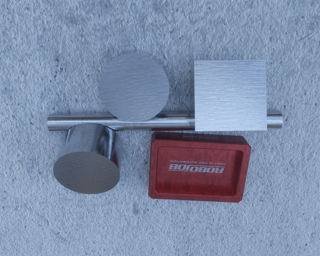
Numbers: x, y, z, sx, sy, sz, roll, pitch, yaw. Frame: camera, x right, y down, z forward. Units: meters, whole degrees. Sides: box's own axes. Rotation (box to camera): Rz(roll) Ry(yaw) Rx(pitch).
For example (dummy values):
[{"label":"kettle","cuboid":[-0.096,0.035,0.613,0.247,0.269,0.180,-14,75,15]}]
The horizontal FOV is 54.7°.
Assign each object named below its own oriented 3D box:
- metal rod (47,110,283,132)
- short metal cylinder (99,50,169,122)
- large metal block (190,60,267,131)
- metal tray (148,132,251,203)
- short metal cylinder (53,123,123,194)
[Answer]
[{"label":"metal rod","cuboid":[0.007,-0.009,0.409,0.302,0.025,0.025,-1,110,0]},{"label":"short metal cylinder","cuboid":[-0.029,-0.053,0.378,0.081,0.050,0.079,0,110,0]},{"label":"large metal block","cuboid":[0.079,-0.036,0.372,0.081,0.050,0.080,-1,89,0]},{"label":"metal tray","cuboid":[0.051,0.055,0.428,0.131,0.030,0.089,3,110,-2]},{"label":"short metal cylinder","cuboid":[-0.090,0.040,0.399,0.081,0.050,0.079,-1,131,-1]}]
